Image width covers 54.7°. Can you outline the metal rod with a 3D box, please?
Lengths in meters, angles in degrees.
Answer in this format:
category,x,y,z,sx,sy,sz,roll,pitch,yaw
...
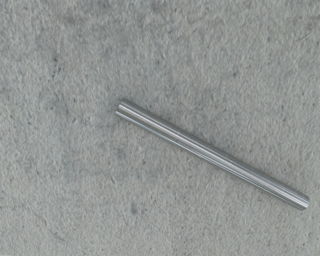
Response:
category,x,y,z,sx,sy,sz,roll,pitch,yaw
metal rod,0.078,0.040,0.425,0.301,0.025,0.025,28,108,-10
